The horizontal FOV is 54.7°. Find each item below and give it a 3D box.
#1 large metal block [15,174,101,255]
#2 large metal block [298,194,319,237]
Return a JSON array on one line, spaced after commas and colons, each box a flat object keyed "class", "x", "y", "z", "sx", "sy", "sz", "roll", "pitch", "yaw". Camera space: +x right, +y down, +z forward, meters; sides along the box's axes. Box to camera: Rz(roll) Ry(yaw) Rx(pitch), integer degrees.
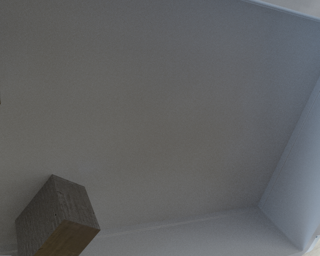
[{"class": "large metal block", "x": -0.127, "y": 0.118, "z": 0.377, "sx": 0.050, "sy": 0.080, "sz": 0.080, "roll": 34, "pitch": 99, "yaw": -39}, {"class": "large metal block", "x": 0.387, "y": 0.201, "z": 0.730, "sx": 0.081, "sy": 0.050, "sz": 0.079, "roll": -3, "pitch": 120, "yaw": -27}]
